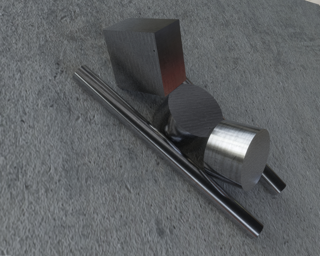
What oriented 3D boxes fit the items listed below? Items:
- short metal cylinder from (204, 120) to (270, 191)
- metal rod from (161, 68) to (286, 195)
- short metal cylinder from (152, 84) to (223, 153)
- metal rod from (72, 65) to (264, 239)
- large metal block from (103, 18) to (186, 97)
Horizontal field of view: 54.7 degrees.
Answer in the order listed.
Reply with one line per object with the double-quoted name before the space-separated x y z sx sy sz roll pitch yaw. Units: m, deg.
"short metal cylinder" 0.099 0.034 0.395 0.050 0.079 0.081 17 39 37
"metal rod" 0.071 -0.023 0.457 0.300 0.025 0.025 48 51 6
"short metal cylinder" 0.036 -0.012 0.416 0.081 0.050 0.080 14 56 -21
"metal rod" 0.010 0.030 0.391 0.300 0.025 0.025 42 51 0
"large metal block" -0.018 -0.093 0.397 0.080 0.080 0.050 15 41 34
